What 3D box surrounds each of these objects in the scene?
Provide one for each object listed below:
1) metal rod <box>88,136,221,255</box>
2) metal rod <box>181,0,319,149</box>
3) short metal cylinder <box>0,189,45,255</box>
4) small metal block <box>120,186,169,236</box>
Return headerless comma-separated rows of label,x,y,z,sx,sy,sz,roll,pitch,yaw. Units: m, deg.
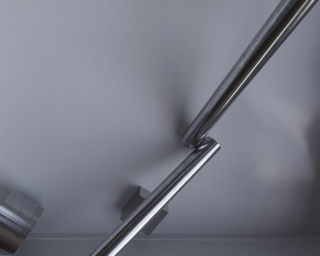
metal rod,-0.033,0.121,0.388,0.301,0.025,0.025,-43,106,-13
metal rod,0.093,-0.068,0.311,0.025,0.025,0.298,22,139,-8
short metal cylinder,-0.207,0.133,0.428,0.050,0.080,0.080,38,105,-13
small metal block,-0.023,0.122,0.456,0.050,0.025,0.050,34,106,-12
